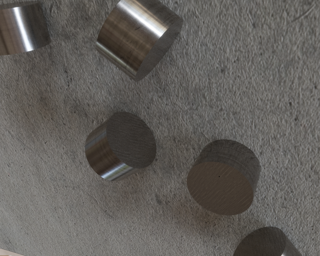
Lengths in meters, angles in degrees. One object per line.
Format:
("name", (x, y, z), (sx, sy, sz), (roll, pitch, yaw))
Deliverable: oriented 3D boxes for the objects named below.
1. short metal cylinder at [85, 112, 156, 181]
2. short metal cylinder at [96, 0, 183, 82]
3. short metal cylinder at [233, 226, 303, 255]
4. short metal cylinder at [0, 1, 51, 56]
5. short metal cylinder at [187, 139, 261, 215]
("short metal cylinder", (-0.052, 0.025, 0.414), (0.050, 0.080, 0.080), (-33, 100, 38))
("short metal cylinder", (-0.020, -0.095, 0.323), (0.050, 0.080, 0.080), (39, 129, 2))
("short metal cylinder", (0.143, 0.177, 0.405), (0.080, 0.080, 0.050), (-33, 100, 38))
("short metal cylinder", (-0.185, -0.127, 0.390), (0.080, 0.080, 0.050), (7, 122, 24))
("short metal cylinder", (0.080, 0.061, 0.386), (0.080, 0.050, 0.079), (13, 124, 21))
